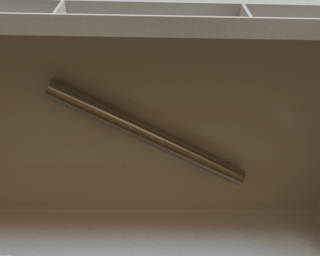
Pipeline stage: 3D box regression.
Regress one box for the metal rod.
[{"bbox_3d":[-0.005,0.014,0.418,0.302,0.025,0.025,26,125,-21],"label":"metal rod"}]
